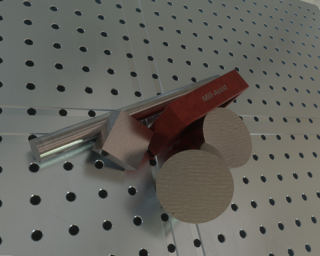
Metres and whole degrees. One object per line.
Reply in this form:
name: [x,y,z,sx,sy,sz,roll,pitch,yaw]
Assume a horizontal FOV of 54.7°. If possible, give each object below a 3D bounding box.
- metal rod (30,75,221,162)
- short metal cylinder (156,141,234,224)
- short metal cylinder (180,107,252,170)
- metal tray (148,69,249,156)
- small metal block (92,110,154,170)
metal rod: [-0.017,-0.025,0.409,0.302,0.025,0.025,-24,75,-36]
short metal cylinder: [0.038,0.058,0.345,0.080,0.080,0.050,40,9,-1]
short metal cylinder: [0.074,0.019,0.409,0.081,0.050,0.080,13,64,-28]
metal tray: [0.046,-0.021,0.399,0.131,0.090,0.030,-30,79,-38]
small metal block: [-0.041,0.015,0.356,0.050,0.025,0.050,36,65,-29]
